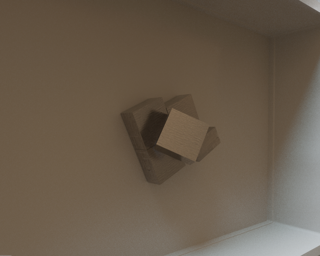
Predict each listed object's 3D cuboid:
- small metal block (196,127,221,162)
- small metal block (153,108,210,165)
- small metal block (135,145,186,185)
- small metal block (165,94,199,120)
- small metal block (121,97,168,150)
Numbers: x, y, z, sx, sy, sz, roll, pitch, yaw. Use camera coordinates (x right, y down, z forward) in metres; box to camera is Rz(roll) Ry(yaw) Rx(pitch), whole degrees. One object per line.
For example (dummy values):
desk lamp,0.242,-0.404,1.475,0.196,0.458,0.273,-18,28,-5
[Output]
small metal block,0.047,0.021,0.429,0.050,0.050,0.025,-35,112,-35
small metal block,0.026,0.011,0.380,0.050,0.025,0.050,24,71,-2
small metal block,0.001,0.039,0.408,0.050,0.025,0.050,-31,110,-36
small metal block,0.025,-0.014,0.428,0.050,0.025,0.050,-31,110,-36
small metal block,-0.015,-0.006,0.394,0.050,0.025,0.050,-31,110,-36
